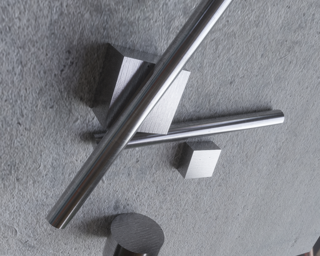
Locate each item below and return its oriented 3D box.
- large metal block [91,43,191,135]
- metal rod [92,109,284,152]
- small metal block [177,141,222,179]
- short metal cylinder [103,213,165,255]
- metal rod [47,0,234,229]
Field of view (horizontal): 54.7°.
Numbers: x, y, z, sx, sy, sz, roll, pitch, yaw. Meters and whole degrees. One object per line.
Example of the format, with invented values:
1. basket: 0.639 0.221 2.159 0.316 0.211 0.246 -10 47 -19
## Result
1. large metal block: -0.024 -0.042 0.353 0.081 0.050 0.079 6 115 -32
2. metal rod: 0.056 0.001 0.440 0.303 0.025 0.025 -8 122 -25
3. small metal block: 0.059 0.048 0.471 0.050 0.025 0.050 0 118 -29
4. short metal cylinder: -0.039 0.172 0.458 0.081 0.080 0.050 5 116 -31
5. metal rod: -0.026 -0.015 0.319 0.025 0.025 0.299 29 102 -38
